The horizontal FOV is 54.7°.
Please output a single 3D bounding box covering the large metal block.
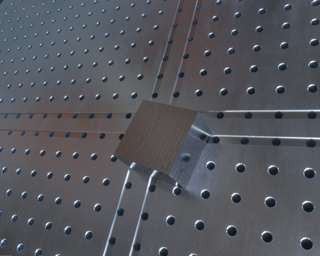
[{"bbox_3d":[0.004,0.018,0.378,0.080,0.050,0.080,15,69,33],"label":"large metal block"}]
